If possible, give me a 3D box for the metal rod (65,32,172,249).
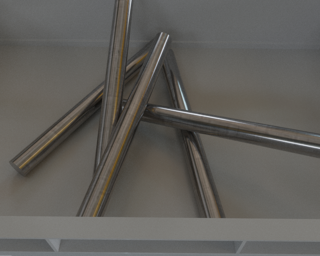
[{"bbox_3d":[-0.035,-0.011,0.368,0.025,0.025,0.300,12,56,10],"label":"metal rod"}]

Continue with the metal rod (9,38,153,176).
[{"bbox_3d":[-0.084,-0.048,0.444,0.025,0.025,0.301,27,55,20],"label":"metal rod"}]

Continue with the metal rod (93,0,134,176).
[{"bbox_3d":[-0.055,-0.084,0.398,0.025,0.025,0.299,3,74,2],"label":"metal rod"}]

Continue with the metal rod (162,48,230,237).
[{"bbox_3d":[0.035,-0.007,0.411,0.025,0.025,0.300,-7,50,-6],"label":"metal rod"}]

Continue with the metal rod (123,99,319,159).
[{"bbox_3d":[0.059,-0.004,0.366,0.301,0.025,0.025,12,50,26],"label":"metal rod"}]
